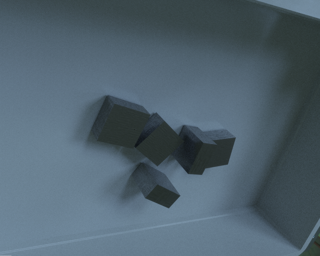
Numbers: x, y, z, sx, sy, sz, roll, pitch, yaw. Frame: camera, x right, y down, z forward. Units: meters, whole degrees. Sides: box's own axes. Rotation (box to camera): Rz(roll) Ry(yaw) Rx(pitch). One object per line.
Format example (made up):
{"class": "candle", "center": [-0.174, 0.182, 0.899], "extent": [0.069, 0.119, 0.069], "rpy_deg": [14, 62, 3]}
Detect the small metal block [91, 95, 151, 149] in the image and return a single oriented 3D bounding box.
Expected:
{"class": "small metal block", "center": [-0.048, -0.006, 0.377], "extent": [0.050, 0.025, 0.050], "rpy_deg": [16, 110, -35]}

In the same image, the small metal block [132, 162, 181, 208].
{"class": "small metal block", "center": [-0.006, 0.081, 0.438], "extent": [0.025, 0.050, 0.050], "rpy_deg": [-49, 130, 7]}

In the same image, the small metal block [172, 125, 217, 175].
{"class": "small metal block", "center": [0.047, 0.031, 0.437], "extent": [0.025, 0.050, 0.050], "rpy_deg": [10, 114, -34]}

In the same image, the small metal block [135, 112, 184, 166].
{"class": "small metal block", "center": [-0.004, 0.016, 0.414], "extent": [0.050, 0.025, 0.050], "rpy_deg": [-43, 130, 1]}

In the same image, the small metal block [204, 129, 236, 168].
{"class": "small metal block", "center": [0.082, 0.032, 0.473], "extent": [0.050, 0.025, 0.050], "rpy_deg": [-6, 121, -26]}
